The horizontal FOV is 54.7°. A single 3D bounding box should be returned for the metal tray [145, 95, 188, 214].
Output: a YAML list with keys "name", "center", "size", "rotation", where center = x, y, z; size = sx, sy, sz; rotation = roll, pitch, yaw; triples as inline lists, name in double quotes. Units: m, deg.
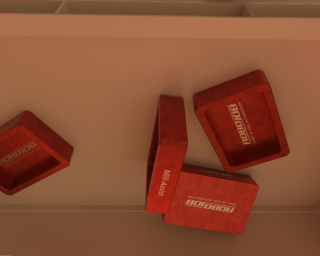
- name: "metal tray"
  center: [0.005, 0.036, 0.396]
  size: [0.030, 0.090, 0.129]
  rotation: [7, 130, -6]

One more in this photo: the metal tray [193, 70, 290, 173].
- name: "metal tray"
  center: [0.108, -0.003, 0.404]
  size: [0.090, 0.030, 0.130]
  rotation: [-20, 128, 16]

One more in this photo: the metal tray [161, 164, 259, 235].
- name: "metal tray"
  center: [0.075, 0.110, 0.478]
  size: [0.131, 0.030, 0.089]
  rotation: [12, 106, -10]

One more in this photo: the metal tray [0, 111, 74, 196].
- name: "metal tray"
  center: [-0.201, 0.040, 0.437]
  size: [0.130, 0.030, 0.090]
  rotation: [-27, 125, 21]
